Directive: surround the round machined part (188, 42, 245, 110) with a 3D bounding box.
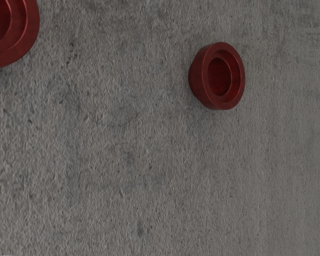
[{"bbox_3d":[0.080,-0.075,0.461,0.099,0.042,0.097,0,90,-40],"label":"round machined part"}]

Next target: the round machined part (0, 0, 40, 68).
[{"bbox_3d":[-0.158,-0.096,0.261,0.099,0.042,0.097,0,90,-40],"label":"round machined part"}]
